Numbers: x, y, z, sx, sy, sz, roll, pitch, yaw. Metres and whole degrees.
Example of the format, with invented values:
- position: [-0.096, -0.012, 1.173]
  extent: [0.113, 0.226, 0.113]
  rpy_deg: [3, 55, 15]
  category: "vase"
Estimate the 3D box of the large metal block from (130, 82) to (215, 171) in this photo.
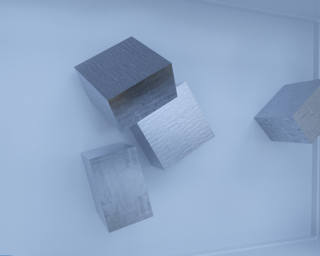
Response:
- position: [0.011, -0.003, 0.402]
  extent: [0.080, 0.050, 0.080]
  rpy_deg: [-33, 101, -17]
  category: "large metal block"

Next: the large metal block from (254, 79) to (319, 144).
- position: [0.203, -0.024, 0.458]
  extent: [0.080, 0.080, 0.050]
  rpy_deg: [-44, 104, -15]
  category: "large metal block"

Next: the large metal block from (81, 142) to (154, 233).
- position: [-0.053, 0.064, 0.363]
  extent: [0.050, 0.080, 0.080]
  rpy_deg: [-16, 96, -20]
  category: "large metal block"

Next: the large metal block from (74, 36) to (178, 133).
- position: [-0.039, -0.053, 0.360]
  extent: [0.080, 0.080, 0.050]
  rpy_deg: [-34, 140, -17]
  category: "large metal block"
